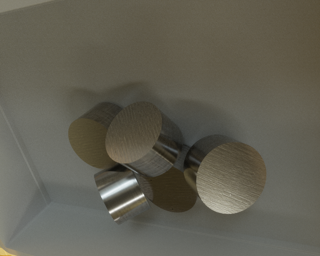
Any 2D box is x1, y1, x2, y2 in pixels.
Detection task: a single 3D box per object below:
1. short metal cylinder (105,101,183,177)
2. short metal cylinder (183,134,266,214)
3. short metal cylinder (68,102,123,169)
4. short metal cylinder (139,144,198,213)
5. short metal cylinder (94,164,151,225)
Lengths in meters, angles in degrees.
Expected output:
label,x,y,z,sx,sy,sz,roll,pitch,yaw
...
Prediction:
label,x,y,z,sx,sy,sz,roll,pitch,yaw
short metal cylinder,-0.019,0.014,0.379,0.080,0.080,0.050,-8,150,31
short metal cylinder,0.073,0.051,0.356,0.081,0.050,0.079,-2,98,-11
short metal cylinder,-0.080,0.010,0.436,0.080,0.050,0.079,13,124,20
short metal cylinder,0.020,0.067,0.420,0.080,0.050,0.079,13,124,20
short metal cylinder,-0.053,0.090,0.445,0.050,0.080,0.080,-27,109,-7
